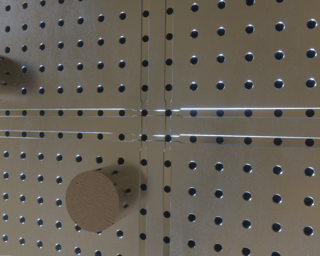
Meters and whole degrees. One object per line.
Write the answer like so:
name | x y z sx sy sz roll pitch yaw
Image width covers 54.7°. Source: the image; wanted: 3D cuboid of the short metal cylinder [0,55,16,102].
short metal cylinder | -0.283 -0.083 0.497 0.080 0.050 0.079 0 90 19

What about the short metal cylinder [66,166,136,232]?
short metal cylinder | -0.081 0.096 0.426 0.080 0.050 0.079 0 90 19
